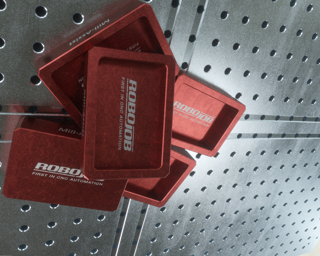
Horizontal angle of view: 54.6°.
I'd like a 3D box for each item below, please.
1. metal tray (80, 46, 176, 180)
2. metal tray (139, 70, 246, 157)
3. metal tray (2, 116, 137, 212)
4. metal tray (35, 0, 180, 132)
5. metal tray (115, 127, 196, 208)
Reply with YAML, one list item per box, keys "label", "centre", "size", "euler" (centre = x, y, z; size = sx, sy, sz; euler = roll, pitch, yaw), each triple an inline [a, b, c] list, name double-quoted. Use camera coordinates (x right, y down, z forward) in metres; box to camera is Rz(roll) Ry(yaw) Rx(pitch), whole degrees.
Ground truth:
- label: "metal tray"
  centre: [-0.034, -0.014, 0.325]
  size: [0.091, 0.030, 0.129]
  euler: [2, 93, -21]
- label: "metal tray"
  centre: [0.045, -0.017, 0.420]
  size: [0.131, 0.030, 0.090]
  euler: [19, 109, -36]
- label: "metal tray"
  centre: [-0.102, 0.045, 0.358]
  size: [0.131, 0.030, 0.089]
  euler: [13, 113, -19]
- label: "metal tray"
  centre: [-0.052, -0.065, 0.337]
  size: [0.130, 0.030, 0.090]
  euler: [-34, 128, -6]
- label: "metal tray"
  centre: [-0.022, 0.054, 0.427]
  size: [0.131, 0.030, 0.090]
  euler: [28, 103, -38]
